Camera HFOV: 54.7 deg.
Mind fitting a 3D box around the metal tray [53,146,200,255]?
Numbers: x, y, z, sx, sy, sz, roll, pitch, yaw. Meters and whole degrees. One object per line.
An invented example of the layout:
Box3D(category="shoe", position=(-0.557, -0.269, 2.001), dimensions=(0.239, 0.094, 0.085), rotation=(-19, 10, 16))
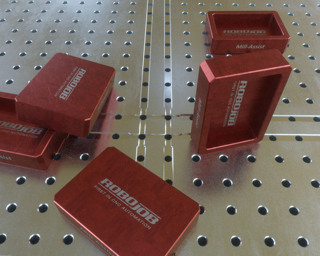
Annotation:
Box3D(category="metal tray", position=(-0.035, 0.086, 0.332), dimensions=(0.130, 0.030, 0.090), rotation=(31, 56, 23))

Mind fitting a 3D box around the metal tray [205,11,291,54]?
Box3D(category="metal tray", position=(0.151, -0.171, 0.550), dimensions=(0.131, 0.030, 0.090), rotation=(-1, 50, -1))

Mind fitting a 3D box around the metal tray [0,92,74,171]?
Box3D(category="metal tray", position=(-0.192, -0.001, 0.402), dimensions=(0.131, 0.030, 0.090), rotation=(10, 51, 8))

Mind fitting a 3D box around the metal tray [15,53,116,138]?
Box3D(category="metal tray", position=(-0.120, -0.050, 0.418), dimensions=(0.091, 0.030, 0.130), rotation=(16, 40, -3))

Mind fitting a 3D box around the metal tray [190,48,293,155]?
Box3D(category="metal tray", position=(0.088, -0.025, 0.362), dimensions=(0.091, 0.129, 0.030), rotation=(-11, 51, -10))
